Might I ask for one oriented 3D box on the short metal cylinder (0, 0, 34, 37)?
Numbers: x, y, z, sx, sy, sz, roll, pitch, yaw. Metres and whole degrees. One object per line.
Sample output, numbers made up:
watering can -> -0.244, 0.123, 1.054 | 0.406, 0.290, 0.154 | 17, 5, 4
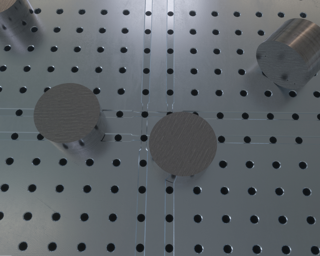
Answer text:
short metal cylinder -> -0.240, -0.185, 0.464 | 0.081, 0.050, 0.080 | 0, 70, 0

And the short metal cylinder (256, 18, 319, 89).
short metal cylinder -> 0.180, -0.099, 0.420 | 0.050, 0.080, 0.080 | -43, 76, -14

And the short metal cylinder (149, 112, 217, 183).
short metal cylinder -> 0.027, 0.026, 0.389 | 0.081, 0.050, 0.080 | 0, 70, 0

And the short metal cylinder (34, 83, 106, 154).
short metal cylinder -> -0.114, -0.011, 0.402 | 0.081, 0.050, 0.080 | 0, 70, 0
